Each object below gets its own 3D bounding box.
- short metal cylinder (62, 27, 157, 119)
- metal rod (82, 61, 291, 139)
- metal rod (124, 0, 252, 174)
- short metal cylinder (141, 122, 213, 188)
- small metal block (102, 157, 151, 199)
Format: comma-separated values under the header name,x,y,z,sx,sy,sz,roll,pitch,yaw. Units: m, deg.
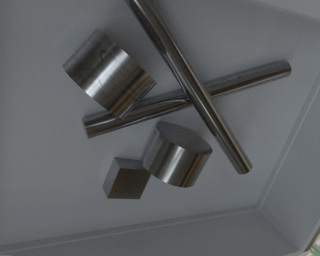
name,x,y,z,sx,sy,sz,roll,pitch,yaw
short metal cylinder,-0.050,-0.054,0.313,0.050,0.080,0.080,-47,130,4
metal rod,0.049,-0.043,0.410,0.302,0.025,0.025,-18,126,-19
metal rod,0.044,-0.044,0.377,0.025,0.025,0.300,-39,121,-2
short metal cylinder,0.021,0.033,0.407,0.081,0.080,0.050,13,112,-34
small metal block,-0.045,0.071,0.429,0.050,0.025,0.050,10,113,-33
